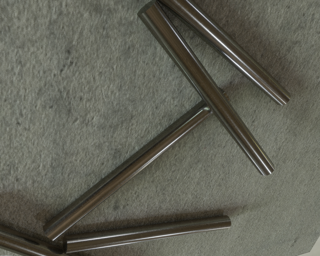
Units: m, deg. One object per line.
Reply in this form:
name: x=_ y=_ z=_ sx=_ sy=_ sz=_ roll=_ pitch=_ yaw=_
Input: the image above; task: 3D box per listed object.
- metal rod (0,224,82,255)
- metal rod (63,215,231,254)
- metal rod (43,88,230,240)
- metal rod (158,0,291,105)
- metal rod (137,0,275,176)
metal rod: x=-0.151 y=0.179 z=0.435 sx=0.025 sy=0.025 sz=0.300 roll=-44 pitch=130 yaw=2
metal rod: x=-0.003 y=0.171 z=0.512 sx=0.303 sy=0.025 sz=0.025 roll=3 pitch=117 yaw=-30
metal rod: x=-0.030 y=0.046 z=0.420 sx=0.301 sy=0.025 sz=0.025 roll=-38 pitch=130 yaw=-3
metal rod: x=0.087 y=-0.101 z=0.393 sx=0.301 sy=0.025 sz=0.025 roll=27 pitch=103 yaw=-38
metal rod: x=0.075 y=-0.032 z=0.399 sx=0.025 sy=0.025 sz=0.300 roll=-43 pitch=120 yaw=1
